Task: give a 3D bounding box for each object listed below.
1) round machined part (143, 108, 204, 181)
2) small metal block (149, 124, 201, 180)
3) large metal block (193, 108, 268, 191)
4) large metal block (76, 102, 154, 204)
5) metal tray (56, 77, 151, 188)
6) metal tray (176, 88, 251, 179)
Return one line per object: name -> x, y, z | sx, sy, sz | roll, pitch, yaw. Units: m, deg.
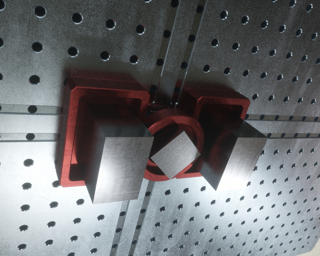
round machined part -> 0.005, 0.018, 0.402 | 0.099, 0.042, 0.097 | -14, 124, -21
small metal block -> 0.015, 0.028, 0.384 | 0.050, 0.025, 0.050 | -39, 129, -2
large metal block -> 0.087, 0.028, 0.422 | 0.050, 0.080, 0.079 | 1, 118, -29
large metal block -> -0.054, 0.025, 0.344 | 0.050, 0.080, 0.079 | 1, 118, -29
metal tray -> -0.071, 0.008, 0.373 | 0.091, 0.030, 0.129 | 1, 118, -29
metal tray -> 0.068, 0.010, 0.450 | 0.091, 0.030, 0.129 | 0, 118, -28
